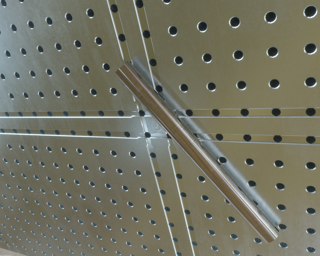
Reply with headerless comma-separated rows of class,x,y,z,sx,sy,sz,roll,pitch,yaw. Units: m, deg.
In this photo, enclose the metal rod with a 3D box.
metal rod,0.052,0.035,0.404,0.300,0.025,0.025,48,129,-6
